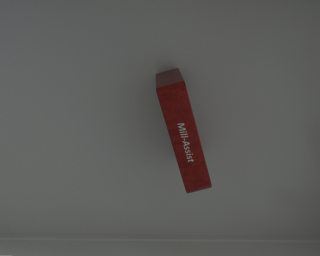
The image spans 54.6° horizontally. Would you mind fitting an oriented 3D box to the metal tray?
[{"bbox_3d":[0.027,0.000,0.374,0.030,0.090,0.129,-15,110,5],"label":"metal tray"}]
